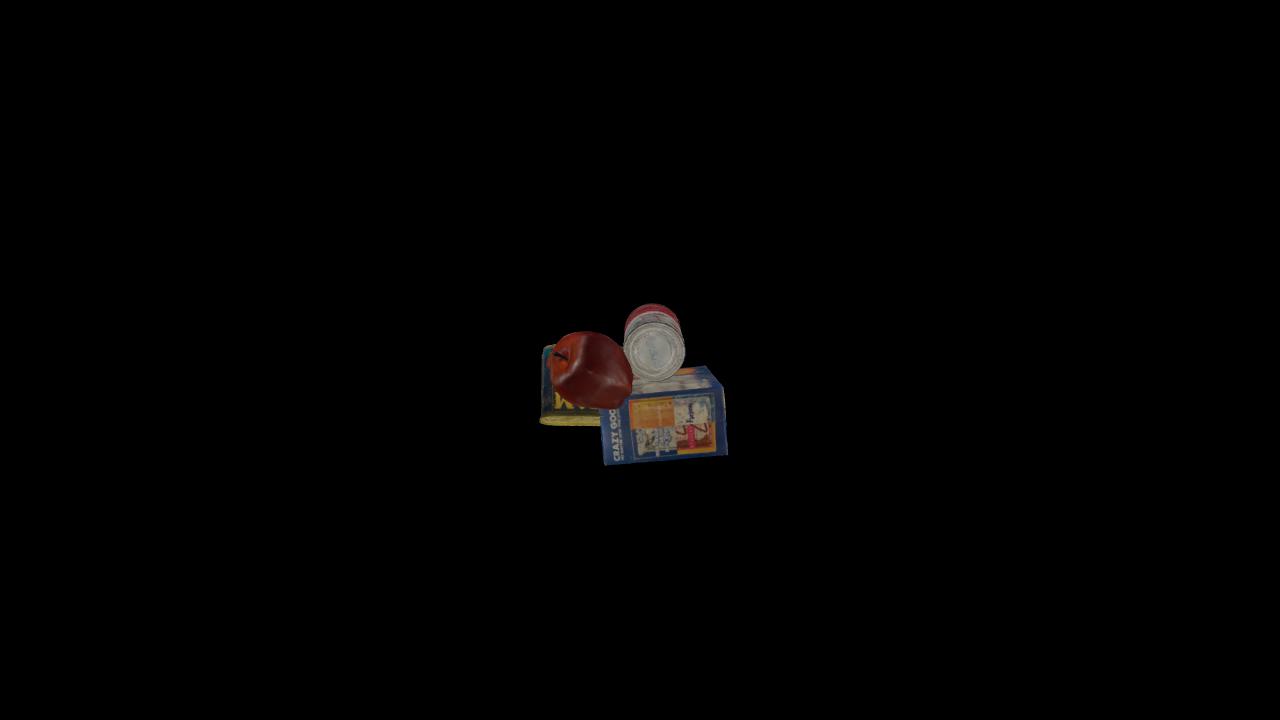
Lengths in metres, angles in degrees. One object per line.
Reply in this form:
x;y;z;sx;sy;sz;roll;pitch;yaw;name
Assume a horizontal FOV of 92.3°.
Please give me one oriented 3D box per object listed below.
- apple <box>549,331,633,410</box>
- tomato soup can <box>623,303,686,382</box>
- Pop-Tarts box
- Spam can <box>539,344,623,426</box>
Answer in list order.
-0.050;0.011;0.631;0.093;0.079;0.079;31;-19;-35;apple
0.015;-0.021;0.684;0.068;0.068;0.101;0;15;0;tomato soup can
0.025;0.063;0.754;0.141;0.083;0.167;-5;7;0;Pop-Tarts box
-0.063;0.029;0.704;0.101;0.085;0.058;2;-16;-12;Spam can
